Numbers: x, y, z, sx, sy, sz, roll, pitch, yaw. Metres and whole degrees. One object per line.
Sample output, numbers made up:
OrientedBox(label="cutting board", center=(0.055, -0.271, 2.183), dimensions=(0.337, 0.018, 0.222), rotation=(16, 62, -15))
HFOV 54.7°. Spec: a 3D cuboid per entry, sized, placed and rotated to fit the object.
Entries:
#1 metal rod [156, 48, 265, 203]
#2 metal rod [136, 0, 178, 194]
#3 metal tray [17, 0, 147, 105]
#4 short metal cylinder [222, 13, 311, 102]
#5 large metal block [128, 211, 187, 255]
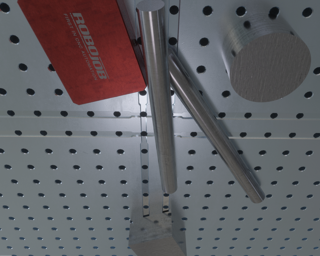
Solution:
OrientedBox(label="metal rod", center=(0.081, 0.016, 0.426), dimensions=(0.025, 0.025, 0.300), rotation=(-25, 126, 20))
OrientedBox(label="metal rod", center=(0.003, -0.008, 0.383), dimensions=(0.025, 0.025, 0.298), rotation=(-4, 137, 3))
OrientedBox(label="metal tray", center=(-0.074, -0.091, 0.330), dimensions=(0.090, 0.030, 0.129), rotation=(-12, 129, 9))
OrientedBox(label="short metal cylinder", center=(0.111, -0.074, 0.333), dimensions=(0.081, 0.050, 0.079), rotation=(0, 130, 0))
OrientedBox(label="large metal block", center=(-0.003, 0.204, 0.569), dimensions=(0.080, 0.050, 0.080), rotation=(-16, 128, 13))
